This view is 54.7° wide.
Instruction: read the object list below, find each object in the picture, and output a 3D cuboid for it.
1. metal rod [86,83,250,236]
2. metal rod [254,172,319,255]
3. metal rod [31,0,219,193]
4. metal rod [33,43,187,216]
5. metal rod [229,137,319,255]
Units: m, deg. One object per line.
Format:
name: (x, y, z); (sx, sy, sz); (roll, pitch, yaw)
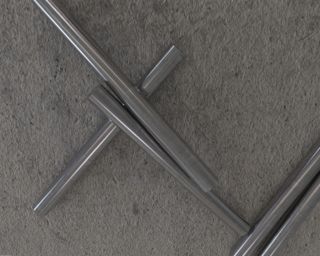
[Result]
metal rod: (0.024, 0.054, 0.413); (0.025, 0.025, 0.300); (-41, 112, 13)
metal rod: (0.198, 0.136, 0.461); (0.025, 0.025, 0.298); (24, 108, -9)
metal rod: (-0.037, -0.040, 0.368); (0.025, 0.025, 0.300); (-41, 96, 13)
metal rod: (-0.075, 0.011, 0.413); (0.025, 0.025, 0.299); (39, 105, -13)
metal rod: (0.191, 0.082, 0.441); (0.025, 0.025, 0.298); (27, 108, -10)
